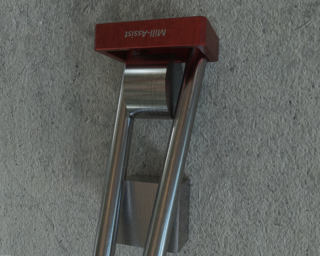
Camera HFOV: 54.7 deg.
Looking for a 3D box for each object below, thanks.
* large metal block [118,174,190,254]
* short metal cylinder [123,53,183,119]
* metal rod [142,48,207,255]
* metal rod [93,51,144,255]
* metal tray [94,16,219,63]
[{"bbox_3d":[-0.008,0.105,0.396,0.080,0.050,0.079,2,91,19],"label":"large metal block"},{"bbox_3d":[-0.005,-0.050,0.382,0.050,0.080,0.079,2,91,19],"label":"short metal cylinder"},{"bbox_3d":[0.015,0.046,0.355,0.025,0.025,0.299,9,78,19],"label":"metal rod"},{"bbox_3d":[-0.051,0.042,0.379,0.025,0.025,0.299,2,76,19],"label":"metal rod"},{"bbox_3d":[-0.001,-0.102,0.375,0.130,0.090,0.030,3,91,19],"label":"metal tray"}]
